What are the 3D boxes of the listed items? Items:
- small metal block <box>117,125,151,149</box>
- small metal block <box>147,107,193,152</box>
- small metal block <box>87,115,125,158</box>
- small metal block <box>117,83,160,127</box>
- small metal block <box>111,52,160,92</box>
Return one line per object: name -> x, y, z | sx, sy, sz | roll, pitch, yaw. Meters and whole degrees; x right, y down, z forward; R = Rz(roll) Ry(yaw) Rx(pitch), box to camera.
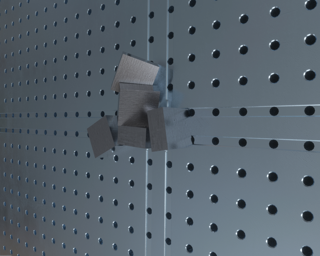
small metal block -> -0.020, 0.011, 0.411 | 0.050, 0.050, 0.025 | 6, 94, 40
small metal block -> 0.013, 0.002, 0.383 | 0.025, 0.050, 0.050 | -12, 83, 39
small metal block -> -0.082, 0.014, 0.479 | 0.050, 0.025, 0.050 | -31, 71, 36
small metal block -> -0.029, -0.030, 0.409 | 0.025, 0.050, 0.050 | -112, 26, -63
small metal block -> -0.034, -0.070, 0.420 | 0.025, 0.050, 0.050 | -108, 38, -68
